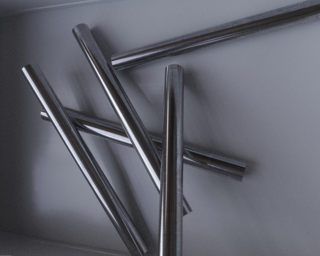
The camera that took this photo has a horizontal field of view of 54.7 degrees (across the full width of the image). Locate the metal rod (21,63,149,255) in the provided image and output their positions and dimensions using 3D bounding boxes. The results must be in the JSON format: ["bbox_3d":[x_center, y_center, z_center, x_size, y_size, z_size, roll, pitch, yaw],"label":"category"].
[{"bbox_3d":[-0.104,0.043,0.427,0.025,0.025,0.299,-33,87,17],"label":"metal rod"}]

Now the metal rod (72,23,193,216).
[{"bbox_3d":[-0.045,-0.020,0.405,0.025,0.025,0.299,-36,71,16],"label":"metal rod"}]

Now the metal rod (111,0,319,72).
[{"bbox_3d":[0.078,-0.116,0.382,0.301,0.025,0.025,-10,87,19],"label":"metal rod"}]

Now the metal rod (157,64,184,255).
[{"bbox_3d":[0.013,0.058,0.340,0.025,0.025,0.299,-8,62,20],"label":"metal rod"}]

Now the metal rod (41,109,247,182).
[{"bbox_3d":[-0.035,0.015,0.422,0.301,0.025,0.025,16,95,19],"label":"metal rod"}]
